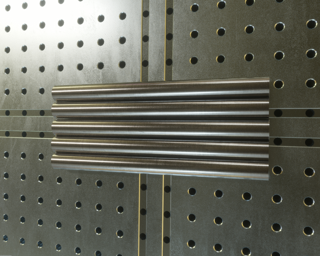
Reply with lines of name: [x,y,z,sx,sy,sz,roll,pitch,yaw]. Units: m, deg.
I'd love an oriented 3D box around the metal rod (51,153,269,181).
metal rod: [-0.013,0.050,0.416,0.301,0.025,0.025,0,90,19]

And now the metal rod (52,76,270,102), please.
metal rod: [-0.012,-0.050,0.416,0.301,0.025,0.025,1,90,19]

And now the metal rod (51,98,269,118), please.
metal rod: [-0.013,-0.025,0.416,0.301,0.025,0.025,1,90,19]

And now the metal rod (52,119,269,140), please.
metal rod: [-0.013,0.001,0.416,0.301,0.025,0.025,1,90,19]

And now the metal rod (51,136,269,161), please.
metal rod: [-0.013,0.026,0.416,0.301,0.025,0.025,1,90,19]
